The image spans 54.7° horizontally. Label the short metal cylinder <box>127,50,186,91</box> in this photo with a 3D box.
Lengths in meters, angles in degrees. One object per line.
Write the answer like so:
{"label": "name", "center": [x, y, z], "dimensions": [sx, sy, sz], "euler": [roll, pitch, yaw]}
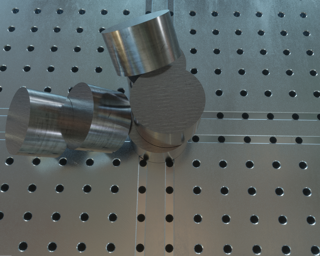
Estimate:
{"label": "short metal cylinder", "center": [-0.006, -0.076, 0.425], "dimensions": [0.081, 0.050, 0.080], "euler": [0, 70, 0]}

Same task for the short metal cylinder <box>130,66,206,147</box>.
{"label": "short metal cylinder", "center": [0.008, -0.023, 0.352], "dimensions": [0.081, 0.050, 0.080], "euler": [0, 70, 0]}

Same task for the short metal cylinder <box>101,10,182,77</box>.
{"label": "short metal cylinder", "center": [-0.021, -0.099, 0.358], "dimensions": [0.080, 0.080, 0.050], "euler": [-22, 115, -8]}

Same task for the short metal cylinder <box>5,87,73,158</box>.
{"label": "short metal cylinder", "center": [-0.148, -0.005, 0.376], "dimensions": [0.050, 0.080, 0.080], "euler": [11, 63, -42]}

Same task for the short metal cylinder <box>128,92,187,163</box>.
{"label": "short metal cylinder", "center": [-0.001, 0.000, 0.398], "dimensions": [0.081, 0.050, 0.080], "euler": [0, 70, 0]}

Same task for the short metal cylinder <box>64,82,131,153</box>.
{"label": "short metal cylinder", "center": [-0.079, -0.011, 0.378], "dimensions": [0.050, 0.080, 0.080], "euler": [11, 63, -41]}
